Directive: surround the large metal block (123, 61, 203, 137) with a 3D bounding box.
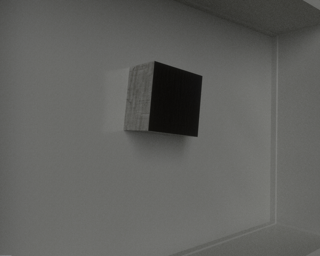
[{"bbox_3d":[0.005,-0.032,0.393,0.081,0.050,0.080,8,85,-40],"label":"large metal block"}]
